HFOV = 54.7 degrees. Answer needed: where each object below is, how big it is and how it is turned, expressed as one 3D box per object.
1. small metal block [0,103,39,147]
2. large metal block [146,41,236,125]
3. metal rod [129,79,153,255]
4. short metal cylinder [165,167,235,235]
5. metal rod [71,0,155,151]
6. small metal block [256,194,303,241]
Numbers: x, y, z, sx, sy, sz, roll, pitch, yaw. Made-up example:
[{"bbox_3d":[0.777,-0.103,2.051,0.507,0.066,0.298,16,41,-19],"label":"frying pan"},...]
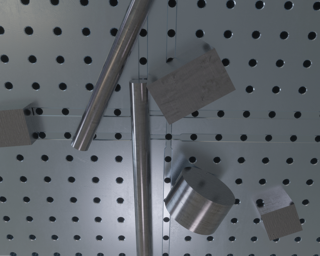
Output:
[{"bbox_3d":[-0.196,-0.003,0.410,0.050,0.025,0.050,-5,110,1],"label":"small metal block"},{"bbox_3d":[0.033,-0.056,0.364,0.080,0.080,0.050,-28,108,10],"label":"large metal block"},{"bbox_3d":[-0.025,0.081,0.442,0.025,0.025,0.298,-1,110,0],"label":"metal rod"},{"bbox_3d":[0.054,0.097,0.420,0.080,0.080,0.050,25,108,-9],"label":"short metal cylinder"},{"bbox_3d":[-0.044,-0.102,0.375,0.025,0.025,0.298,24,108,-9],"label":"metal rod"},{"bbox_3d":[0.179,0.135,0.465,0.050,0.025,0.050,-21,109,7],"label":"small metal block"}]
